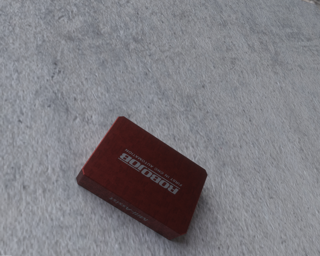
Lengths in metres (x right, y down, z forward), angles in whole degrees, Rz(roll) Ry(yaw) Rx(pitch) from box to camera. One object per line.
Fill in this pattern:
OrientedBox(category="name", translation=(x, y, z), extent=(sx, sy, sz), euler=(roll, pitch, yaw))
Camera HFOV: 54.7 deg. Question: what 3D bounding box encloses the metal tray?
OrientedBox(category="metal tray", translation=(-0.016, 0.056, 0.359), extent=(0.130, 0.030, 0.090), euler=(34, 51, -7))
